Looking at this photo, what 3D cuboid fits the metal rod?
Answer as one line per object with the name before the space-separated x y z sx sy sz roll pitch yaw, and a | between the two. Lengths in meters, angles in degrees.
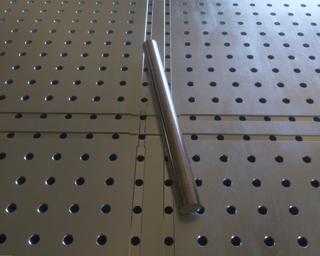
metal rod | 0.008 -0.026 0.429 0.025 0.025 0.300 -7 50 -7
